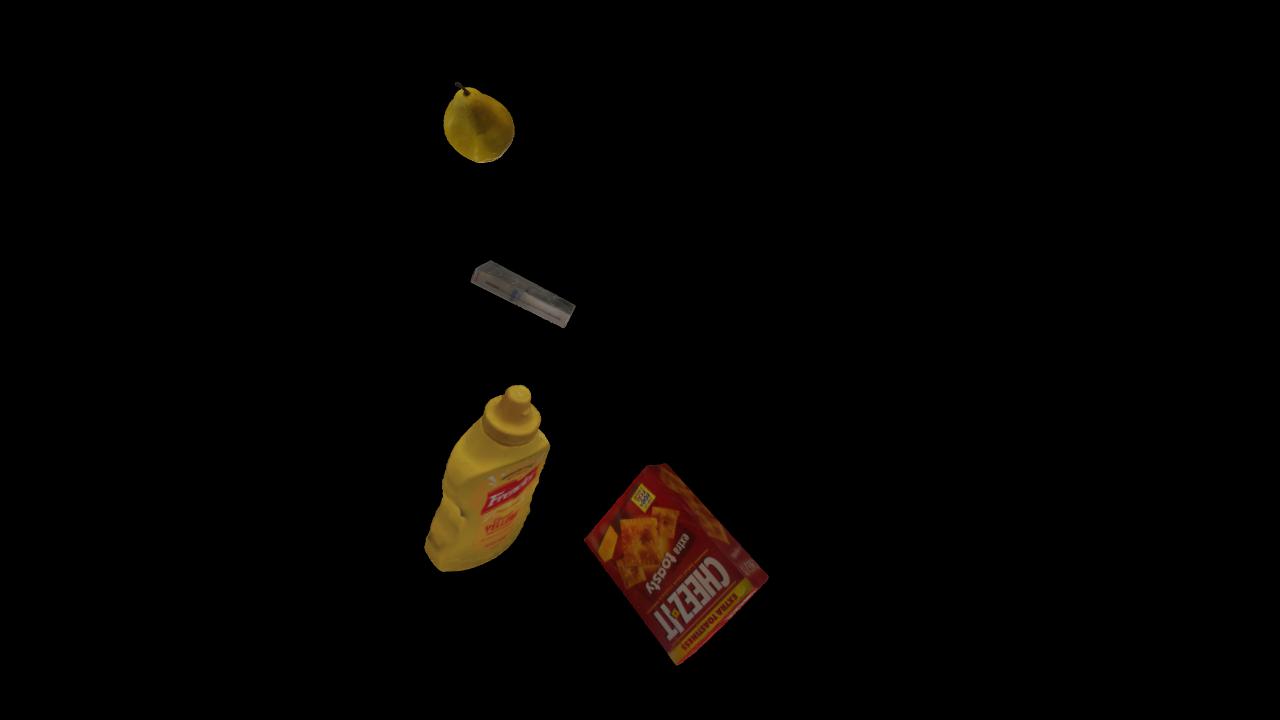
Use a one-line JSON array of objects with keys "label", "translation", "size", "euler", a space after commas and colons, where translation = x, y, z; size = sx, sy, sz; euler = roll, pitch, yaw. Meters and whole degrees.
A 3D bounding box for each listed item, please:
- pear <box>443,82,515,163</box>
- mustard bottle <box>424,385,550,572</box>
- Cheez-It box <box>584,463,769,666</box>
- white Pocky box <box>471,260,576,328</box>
[{"label": "pear", "translation": [-0.180, -0.272, 0.685], "size": [0.080, 0.080, 0.111], "euler": [0, -10, -13]}, {"label": "mustard bottle", "translation": [-0.118, 0.091, 0.496], "size": [0.092, 0.184, 0.054], "euler": [-13, 49, -42]}, {"label": "Cheez-It box", "translation": [0.045, 0.284, 0.877], "size": [0.223, 0.166, 0.071], "euler": [46, 18, 25]}, {"label": "white Pocky box", "translation": [-0.175, -0.102, 0.943], "size": [0.154, 0.028, 0.084], "euler": [27, 15, -7]}]
